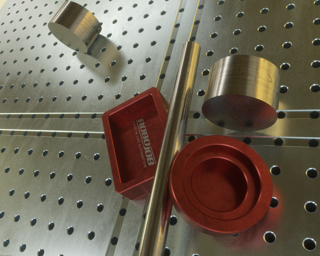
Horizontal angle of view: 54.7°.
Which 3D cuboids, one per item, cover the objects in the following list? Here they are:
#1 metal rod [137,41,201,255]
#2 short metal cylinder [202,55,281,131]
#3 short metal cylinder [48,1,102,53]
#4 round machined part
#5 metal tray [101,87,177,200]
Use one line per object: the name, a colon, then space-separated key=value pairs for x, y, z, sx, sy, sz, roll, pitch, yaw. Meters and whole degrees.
metal rod: x=0.013 y=0.024 z=0.347 sx=0.025 sy=0.025 sz=0.300 roll=-2 pitch=60 yaw=27
short metal cylinder: x=0.091 y=-0.036 z=0.347 sx=0.080 sy=0.080 sz=0.050 roll=1 pitch=62 yaw=29
short metal cylinder: x=-0.155 y=-0.183 z=0.567 sx=0.080 sy=0.080 sz=0.050 roll=18 pitch=71 yaw=35
round machined part: x=0.058 y=0.059 z=0.314 sx=0.099 sy=0.042 sz=0.098 roll=2 pitch=61 yaw=-3
metal tray: x=-0.023 y=0.017 z=0.406 sx=0.090 sy=0.030 sz=0.130 roll=-27 pitch=52 yaw=11
